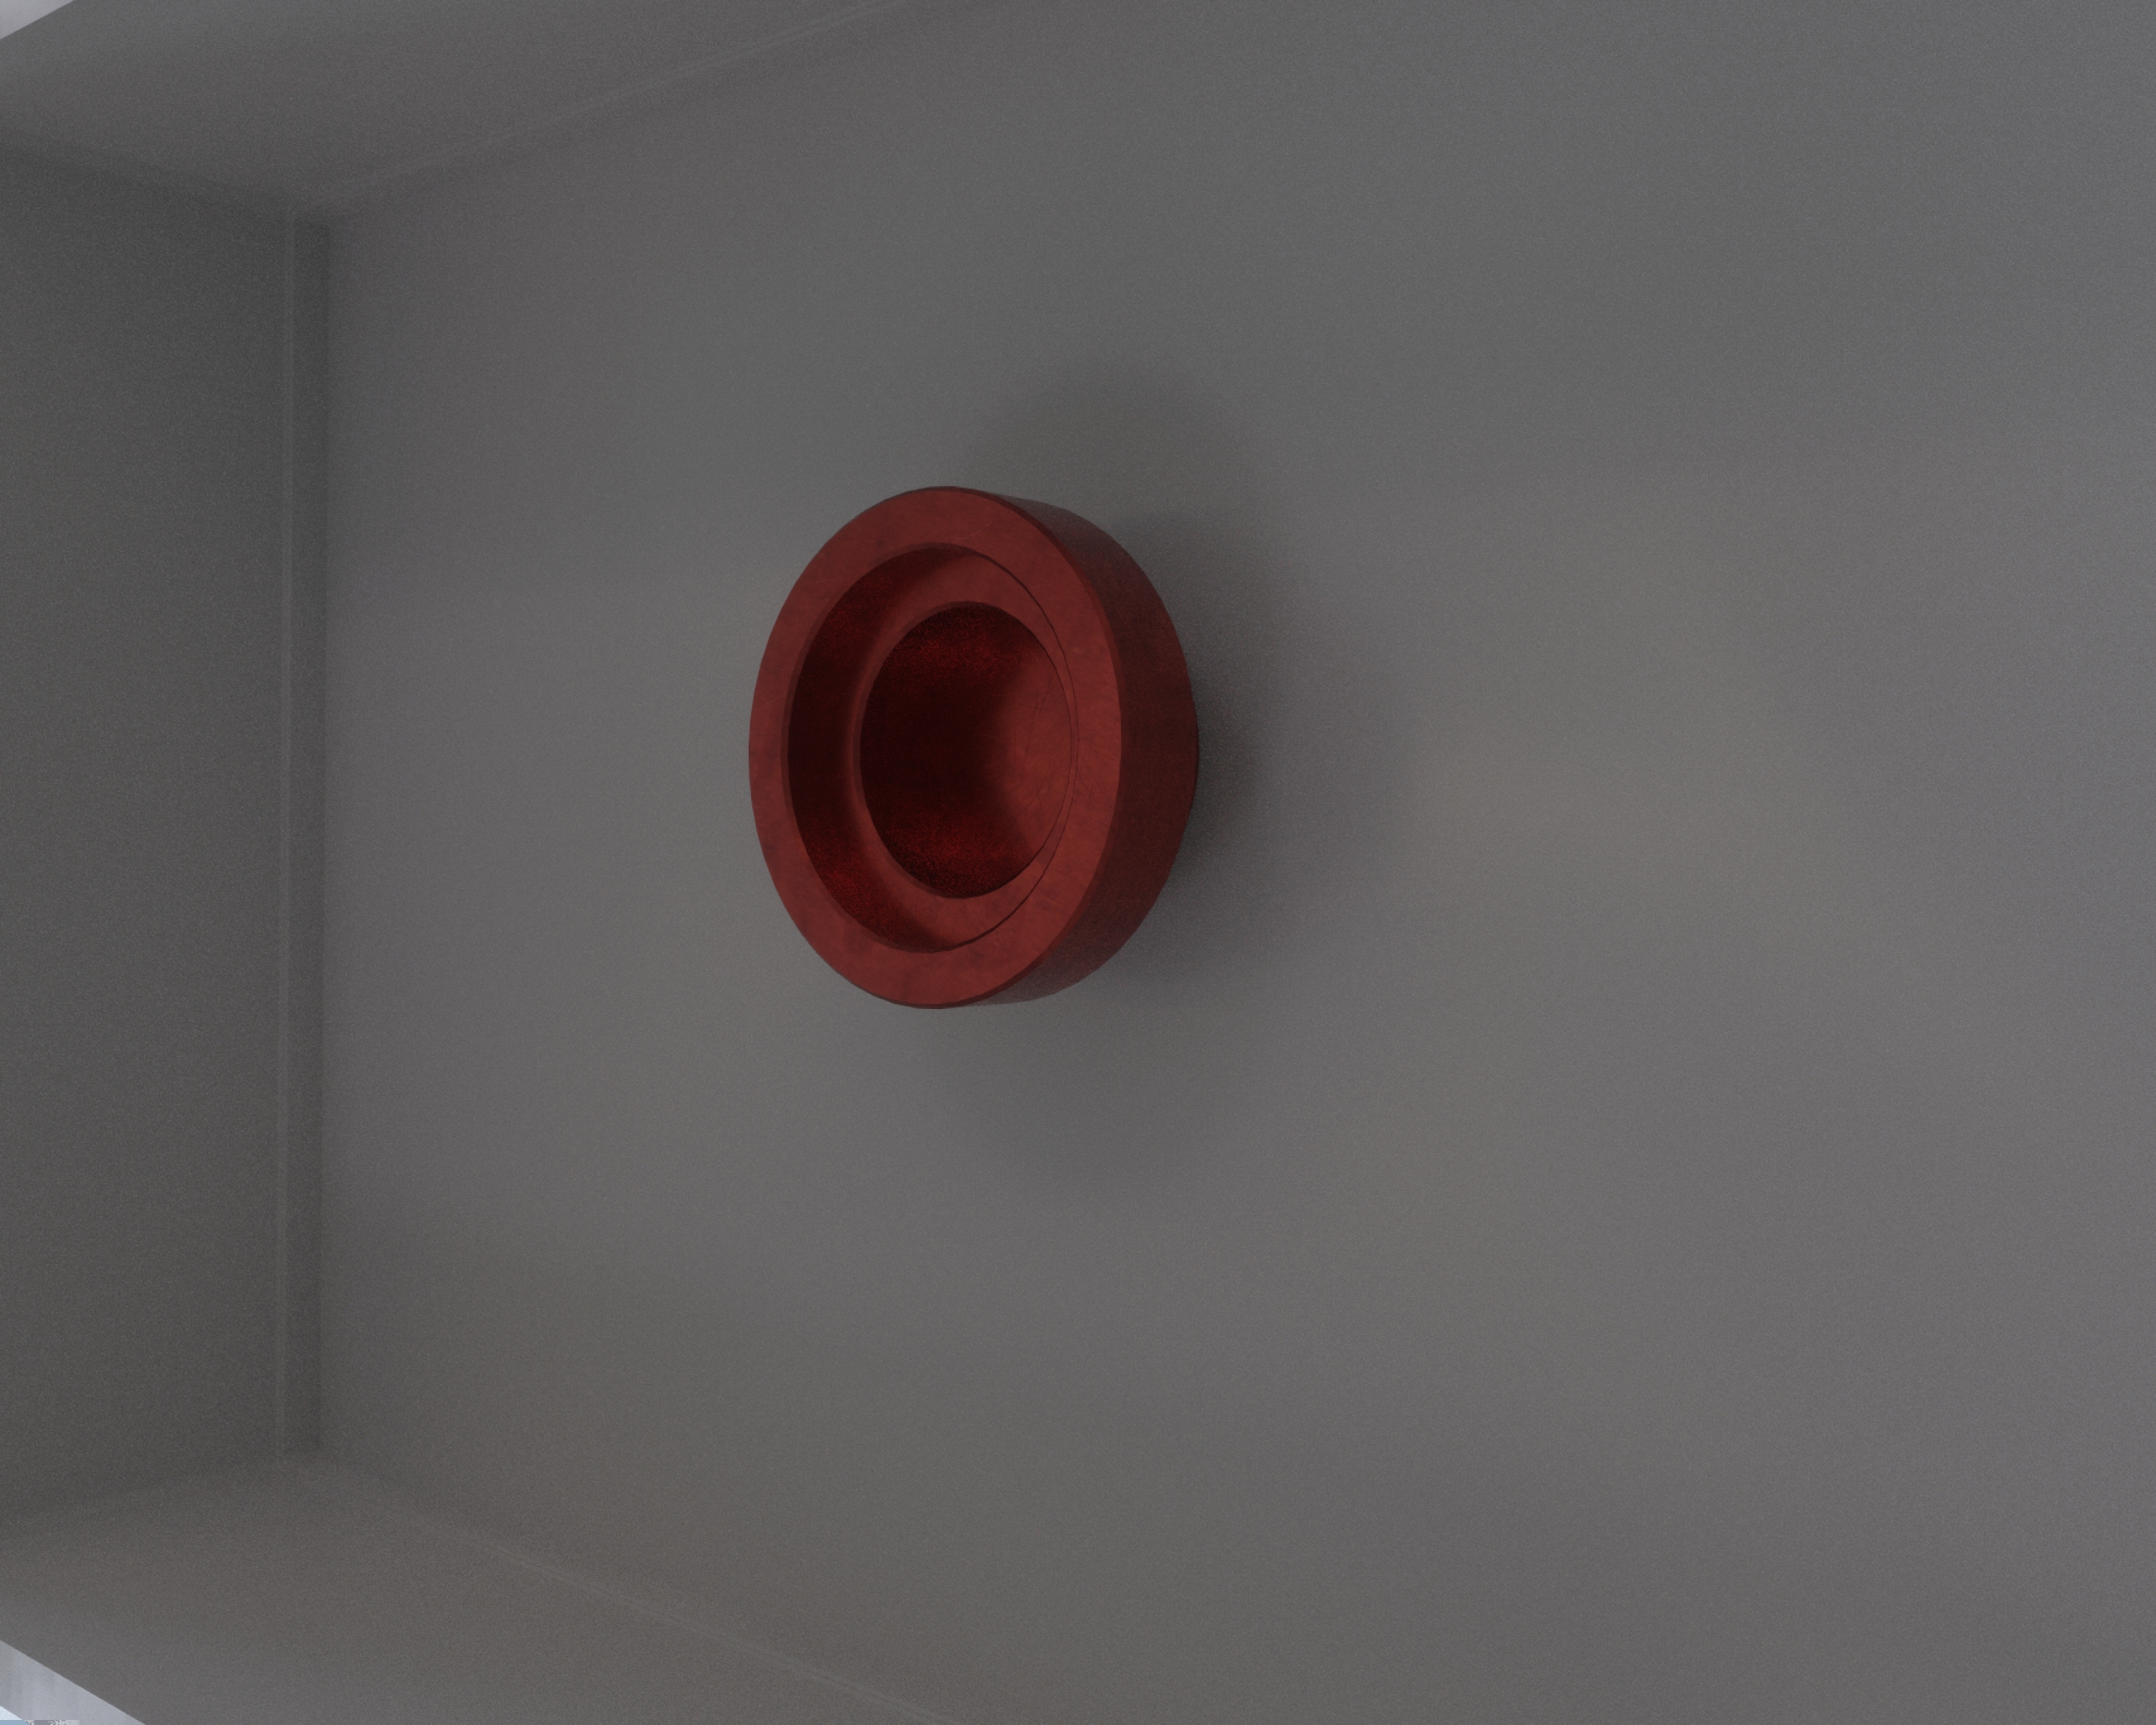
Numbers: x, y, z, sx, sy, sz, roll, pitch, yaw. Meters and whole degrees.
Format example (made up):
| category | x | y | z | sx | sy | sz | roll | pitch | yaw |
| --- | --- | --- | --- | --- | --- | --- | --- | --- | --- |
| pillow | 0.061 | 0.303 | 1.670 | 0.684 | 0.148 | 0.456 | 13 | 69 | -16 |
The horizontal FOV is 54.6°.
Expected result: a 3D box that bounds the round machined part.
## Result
| category | x | y | z | sx | sy | sz | roll | pitch | yaw |
| --- | --- | --- | --- | --- | --- | --- | --- | --- | --- |
| round machined part | -0.016 | -0.021 | 0.406 | 0.098 | 0.042 | 0.097 | 0 | 90 | 40 |
